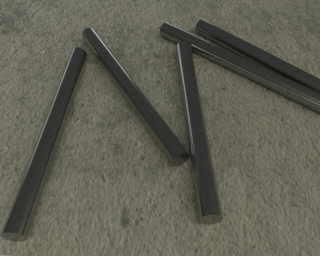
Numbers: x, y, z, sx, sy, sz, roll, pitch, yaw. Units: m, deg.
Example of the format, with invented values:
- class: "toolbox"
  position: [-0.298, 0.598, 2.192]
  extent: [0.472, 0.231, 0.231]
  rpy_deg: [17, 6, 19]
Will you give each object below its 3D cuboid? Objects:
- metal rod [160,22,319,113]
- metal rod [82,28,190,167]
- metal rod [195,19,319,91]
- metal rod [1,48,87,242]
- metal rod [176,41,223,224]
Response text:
- class: "metal rod"
  position: [0.123, -0.101, 0.489]
  extent: [0.300, 0.025, 0.025]
  rpy_deg: [33, 57, 24]
- class: "metal rod"
  position: [-0.049, -0.062, 0.454]
  extent: [0.025, 0.025, 0.300]
  rpy_deg: [-23, 54, -19]
- class: "metal rod"
  position: [0.177, -0.102, 0.491]
  extent: [0.025, 0.025, 0.300]
  rpy_deg: [-37, 60, -27]
- class: "metal rod"
  position: [-0.138, -0.006, 0.405]
  extent: [0.025, 0.025, 0.300]
  rpy_deg: [2, 50, 2]
- class: "metal rod"
  position: [0.046, -0.019, 0.419]
  extent: [0.025, 0.025, 0.300]
  rpy_deg: [-2, 50, -2]
